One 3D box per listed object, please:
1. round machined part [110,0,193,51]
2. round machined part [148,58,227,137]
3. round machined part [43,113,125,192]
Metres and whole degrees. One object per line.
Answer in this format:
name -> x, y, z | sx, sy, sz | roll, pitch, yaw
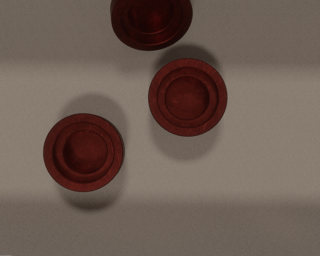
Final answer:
round machined part -> -0.012, -0.147, 0.383 | 0.099, 0.098, 0.042 | -10, 57, 0
round machined part -> 0.034, -0.038, 0.403 | 0.099, 0.042, 0.097 | 0, 90, -1
round machined part -> -0.095, 0.030, 0.402 | 0.099, 0.042, 0.097 | 0, 90, -1
